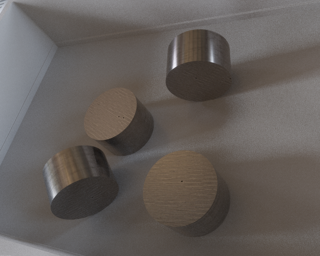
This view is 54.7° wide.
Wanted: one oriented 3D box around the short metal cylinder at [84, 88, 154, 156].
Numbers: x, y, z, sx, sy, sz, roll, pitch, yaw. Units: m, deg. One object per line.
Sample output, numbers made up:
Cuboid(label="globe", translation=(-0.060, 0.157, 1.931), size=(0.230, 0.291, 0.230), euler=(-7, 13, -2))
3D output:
Cuboid(label="short metal cylinder", translation=(-0.055, -0.008, 0.424), size=(0.080, 0.050, 0.080), euler=(-13, 56, 21))

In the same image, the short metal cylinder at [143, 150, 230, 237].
Cuboid(label="short metal cylinder", translation=(0.029, 0.070, 0.331), size=(0.080, 0.050, 0.080), euler=(-13, 56, 21))

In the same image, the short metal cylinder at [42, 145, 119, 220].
Cuboid(label="short metal cylinder", translation=(-0.097, 0.067, 0.380), size=(0.080, 0.080, 0.050), euler=(-36, 51, 4))

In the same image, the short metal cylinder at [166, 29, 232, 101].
Cuboid(label="short metal cylinder", translation=(0.049, -0.077, 0.392), size=(0.080, 0.080, 0.050), euler=(-10, 58, 23))
